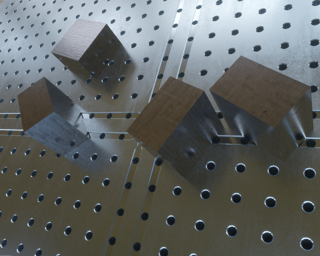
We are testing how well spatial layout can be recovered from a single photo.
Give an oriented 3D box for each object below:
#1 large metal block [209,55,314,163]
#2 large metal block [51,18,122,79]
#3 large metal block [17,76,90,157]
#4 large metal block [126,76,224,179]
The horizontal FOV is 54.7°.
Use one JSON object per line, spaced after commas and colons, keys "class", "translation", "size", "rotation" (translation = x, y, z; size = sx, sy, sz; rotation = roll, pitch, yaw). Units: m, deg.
{"class": "large metal block", "translation": [0.109, -0.019, 0.327], "size": [0.050, 0.080, 0.080], "rotation": [-47, 52, -5]}
{"class": "large metal block", "translation": [-0.129, -0.140, 0.544], "size": [0.080, 0.050, 0.080], "rotation": [23, 74, 36]}
{"class": "large metal block", "translation": [-0.159, -0.016, 0.464], "size": [0.050, 0.080, 0.080], "rotation": [-34, 52, 6]}
{"class": "large metal block", "translation": [0.021, 0.001, 0.360], "size": [0.050, 0.080, 0.080], "rotation": [31, 79, 37]}
